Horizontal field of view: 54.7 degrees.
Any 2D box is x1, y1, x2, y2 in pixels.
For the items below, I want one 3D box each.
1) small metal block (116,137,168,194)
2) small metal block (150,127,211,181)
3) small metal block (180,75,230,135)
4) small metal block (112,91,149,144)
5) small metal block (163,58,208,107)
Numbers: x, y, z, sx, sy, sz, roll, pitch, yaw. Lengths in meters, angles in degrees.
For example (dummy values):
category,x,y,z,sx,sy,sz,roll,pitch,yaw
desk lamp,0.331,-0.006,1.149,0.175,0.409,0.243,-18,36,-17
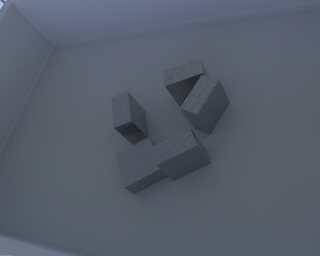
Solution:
category,x,y,z,sx,sy,sz,roll,pitch,yaw
small metal block,-0.023,0.047,0.389,0.050,0.025,0.050,-29,52,10
small metal block,0.025,0.032,0.357,0.050,0.050,0.025,-28,52,11
small metal block,0.056,-0.028,0.377,0.025,0.050,0.050,24,75,36
small metal block,-0.040,-0.013,0.419,0.025,0.050,0.050,-21,54,16
small metal block,0.039,-0.058,0.405,0.050,0.050,0.025,-17,55,18
